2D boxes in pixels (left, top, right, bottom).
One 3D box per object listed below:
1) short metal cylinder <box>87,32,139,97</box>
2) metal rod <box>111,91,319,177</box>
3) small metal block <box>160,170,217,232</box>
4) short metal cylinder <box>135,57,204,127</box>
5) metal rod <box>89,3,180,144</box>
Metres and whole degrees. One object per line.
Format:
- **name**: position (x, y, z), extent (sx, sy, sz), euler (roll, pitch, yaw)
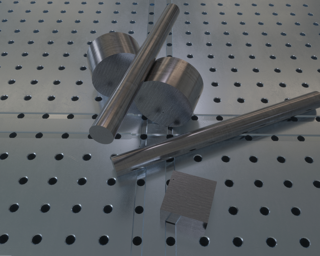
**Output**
- **short metal cylinder**: position (-0.061, -0.090, 0.447), extent (0.081, 0.080, 0.050), euler (-13, 52, -11)
- **metal rod**: position (0.085, 0.003, 0.405), extent (0.302, 0.025, 0.025), euler (-17, 52, -14)
- **small metal block**: position (0.032, 0.080, 0.341), extent (0.050, 0.025, 0.050), euler (14, 51, 11)
- **short metal cylinder**: position (0.012, -0.047, 0.411), extent (0.080, 0.080, 0.050), euler (17, 52, 13)
- **metal rod**: position (-0.018, -0.093, 0.403), extent (0.025, 0.025, 0.301), euler (12, 44, 9)
